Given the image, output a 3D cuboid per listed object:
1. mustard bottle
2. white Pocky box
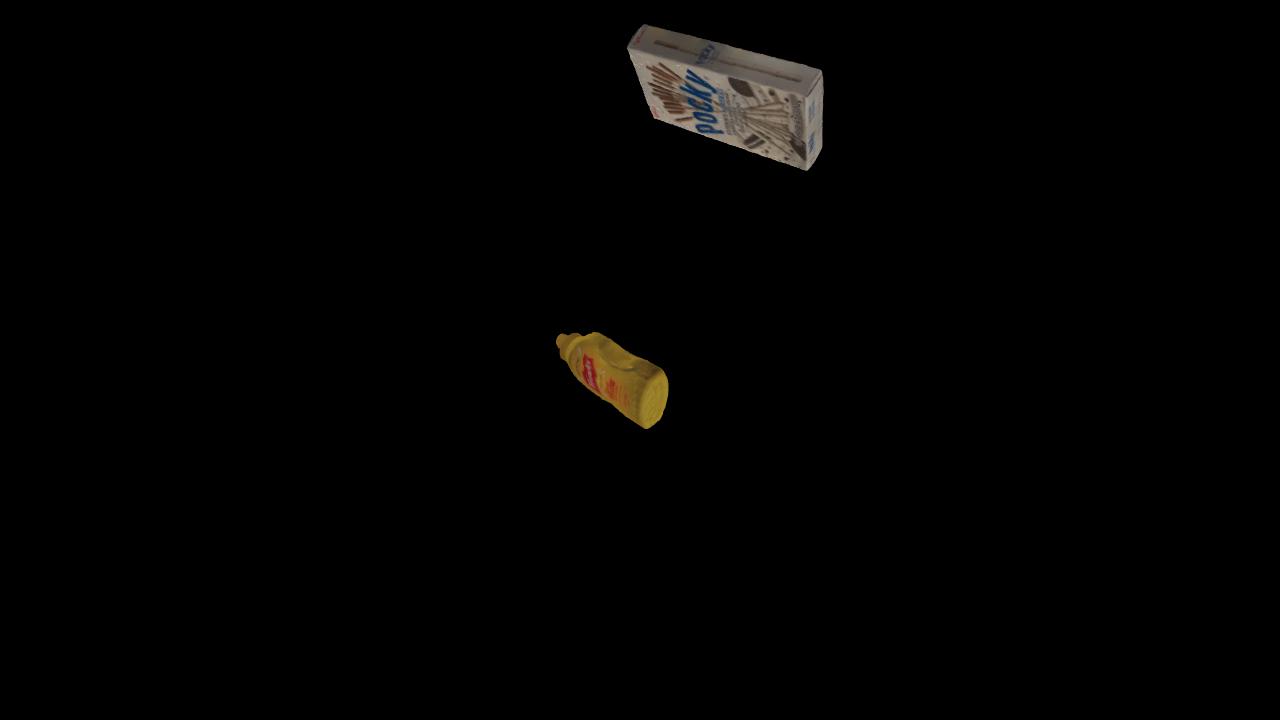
[{"bbox_3d":[-0.046,0.011,0.815,0.184,0.092,0.054,32,53,31],"label":"mustard bottle"},{"bbox_3d":[0.068,-0.206,0.481,0.154,0.028,0.084,28,-9,24],"label":"white Pocky box"}]
